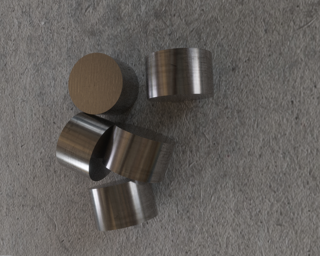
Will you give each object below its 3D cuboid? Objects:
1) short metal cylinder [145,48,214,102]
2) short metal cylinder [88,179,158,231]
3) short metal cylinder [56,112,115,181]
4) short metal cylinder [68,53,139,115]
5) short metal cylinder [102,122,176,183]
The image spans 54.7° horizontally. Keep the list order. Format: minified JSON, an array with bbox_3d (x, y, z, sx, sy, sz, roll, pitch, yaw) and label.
[{"bbox_3d":[0.023,-0.061,0.371,0.080,0.080,0.050,-3,89,20],"label":"short metal cylinder"},{"bbox_3d":[-0.047,0.093,0.396,0.080,0.080,0.050,-14,86,19],"label":"short metal cylinder"},{"bbox_3d":[-0.090,0.024,0.411,0.050,0.080,0.080,21,97,19],"label":"short metal cylinder"},{"bbox_3d":[-0.076,-0.057,0.422,0.080,0.050,0.080,0,90,20],"label":"short metal cylinder"},{"bbox_3d":[-0.026,0.029,0.389,0.080,0.080,0.050,21,97,19],"label":"short metal cylinder"}]
